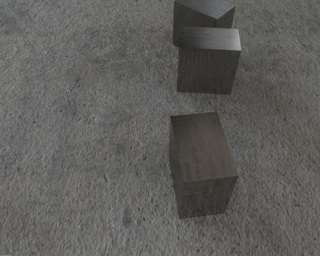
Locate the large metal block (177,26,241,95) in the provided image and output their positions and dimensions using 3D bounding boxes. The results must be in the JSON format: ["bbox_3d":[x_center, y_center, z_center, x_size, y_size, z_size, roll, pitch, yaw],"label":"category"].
[{"bbox_3d":[0.067,-0.096,0.449,0.080,0.080,0.050,4,50,3],"label":"large metal block"}]

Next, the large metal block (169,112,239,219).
[{"bbox_3d":[0.041,0.041,0.333,0.050,0.080,0.080,-6,50,-5],"label":"large metal block"}]

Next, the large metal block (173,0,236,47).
[{"bbox_3d":[0.069,-0.167,0.508,0.080,0.080,0.050,33,58,24],"label":"large metal block"}]
